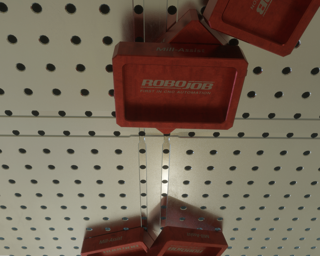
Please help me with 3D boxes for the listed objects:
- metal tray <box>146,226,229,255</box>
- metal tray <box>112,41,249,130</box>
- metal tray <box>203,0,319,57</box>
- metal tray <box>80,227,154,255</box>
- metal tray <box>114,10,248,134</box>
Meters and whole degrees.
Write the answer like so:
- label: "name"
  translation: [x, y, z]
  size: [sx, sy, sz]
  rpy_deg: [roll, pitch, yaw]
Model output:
- label: "metal tray"
  translation: [0.051, 0.231, 0.583]
  size: [0.131, 0.030, 0.089]
  rpy_deg: [14, 120, -24]
- label: "metal tray"
  translation: [0.018, -0.042, 0.332]
  size: [0.131, 0.030, 0.089]
  rpy_deg: [1, 130, -2]
- label: "metal tray"
  translation: [0.107, -0.140, 0.277]
  size: [0.091, 0.030, 0.129]
  rpy_deg: [17, 119, -14]
- label: "metal tray"
  translation: [-0.078, 0.244, 0.615]
  size: [0.130, 0.030, 0.090]
  rpy_deg: [-16, 129, 13]
- label: "metal tray"
  translation: [0.021, -0.058, 0.360]
  size: [0.090, 0.030, 0.130]
  rpy_deg: [36, 121, -27]
